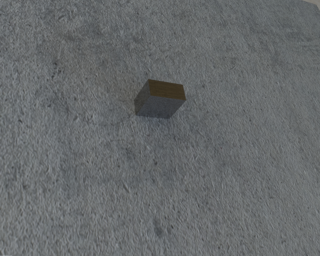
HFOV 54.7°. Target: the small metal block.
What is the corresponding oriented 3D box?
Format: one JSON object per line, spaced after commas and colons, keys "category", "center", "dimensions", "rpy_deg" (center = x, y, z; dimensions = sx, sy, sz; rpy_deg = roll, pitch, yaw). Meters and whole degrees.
{"category": "small metal block", "center": [-0.001, -0.037, 0.412], "dimensions": [0.050, 0.050, 0.025], "rpy_deg": [5, 60, -26]}
